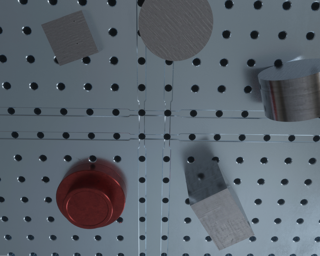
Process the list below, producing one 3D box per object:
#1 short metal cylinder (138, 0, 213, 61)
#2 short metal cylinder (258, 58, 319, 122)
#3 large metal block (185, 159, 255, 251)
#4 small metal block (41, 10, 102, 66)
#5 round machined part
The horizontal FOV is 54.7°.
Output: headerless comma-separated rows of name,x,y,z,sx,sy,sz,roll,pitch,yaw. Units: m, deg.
short metal cylinder,0.017,-0.121,0.356,0.081,0.050,0.079,0,110,-1
short metal cylinder,0.163,-0.046,0.369,0.080,0.080,0.050,-15,110,5
large metal block,0.078,0.102,0.423,0.050,0.080,0.080,-28,108,10
small metal block,-0.104,-0.108,0.372,0.050,0.025,0.050,-18,109,6
round machined part,-0.099,0.104,0.441,0.099,0.042,0.097,0,110,-1
